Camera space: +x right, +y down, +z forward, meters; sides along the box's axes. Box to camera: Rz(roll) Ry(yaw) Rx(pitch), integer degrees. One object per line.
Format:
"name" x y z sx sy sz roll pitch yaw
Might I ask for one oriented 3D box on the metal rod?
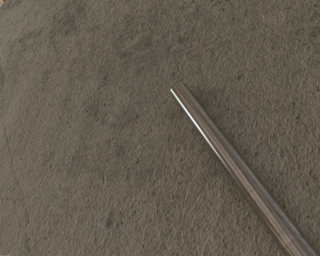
"metal rod" 0.086 0.047 0.330 0.025 0.025 0.300 -35 51 5
